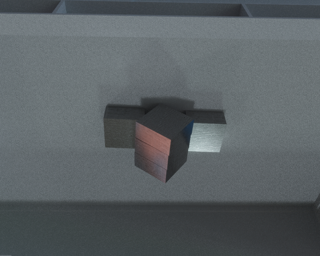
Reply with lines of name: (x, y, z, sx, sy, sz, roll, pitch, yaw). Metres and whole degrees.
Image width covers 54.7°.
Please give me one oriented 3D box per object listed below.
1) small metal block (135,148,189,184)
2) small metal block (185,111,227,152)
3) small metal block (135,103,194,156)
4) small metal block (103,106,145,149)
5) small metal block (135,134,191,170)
small metal block: (0.002, 0.038, 0.410, 0.050, 0.050, 0.025, 27, 135, 25)
small metal block: (0.057, 0.005, 0.413, 0.050, 0.025, 0.050, 2, 130, -3)
small metal block: (0.006, 0.000, 0.377, 0.050, 0.050, 0.025, 27, 134, 25)
small metal block: (-0.046, 0.000, 0.407, 0.050, 0.025, 0.050, 3, 130, -3)
small metal block: (0.004, 0.019, 0.394, 0.050, 0.050, 0.025, 27, 135, 25)
